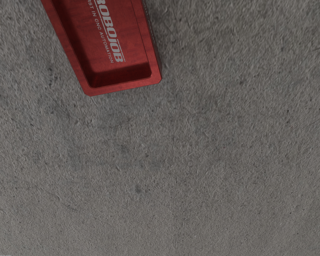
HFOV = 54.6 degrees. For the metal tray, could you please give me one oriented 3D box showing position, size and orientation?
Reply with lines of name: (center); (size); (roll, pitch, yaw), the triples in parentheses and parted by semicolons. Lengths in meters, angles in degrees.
metal tray: (-0.055, -0.099, 0.318); (0.090, 0.030, 0.129); (-10, 130, 8)
